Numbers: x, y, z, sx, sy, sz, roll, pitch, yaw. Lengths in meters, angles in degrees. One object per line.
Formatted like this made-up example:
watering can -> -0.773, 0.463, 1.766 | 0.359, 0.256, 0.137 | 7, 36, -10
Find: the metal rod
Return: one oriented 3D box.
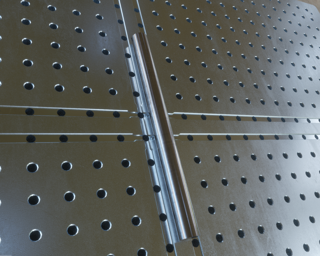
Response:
metal rod -> 0.001, -0.006, 0.414 | 0.025, 0.025, 0.299 | 0, 62, -28
